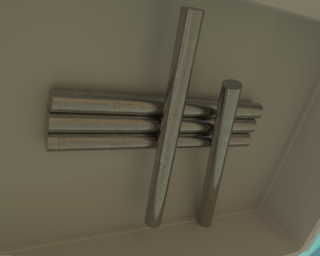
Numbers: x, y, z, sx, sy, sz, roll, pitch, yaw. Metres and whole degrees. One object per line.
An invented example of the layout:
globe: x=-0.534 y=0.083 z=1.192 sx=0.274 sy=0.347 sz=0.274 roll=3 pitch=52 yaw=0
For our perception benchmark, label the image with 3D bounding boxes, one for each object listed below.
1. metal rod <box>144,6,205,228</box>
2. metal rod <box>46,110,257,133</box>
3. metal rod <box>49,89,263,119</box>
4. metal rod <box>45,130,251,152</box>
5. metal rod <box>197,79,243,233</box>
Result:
metal rod: x=0.012 y=0.007 z=0.387 sx=0.025 sy=0.025 sz=0.298 roll=-5 pitch=121 yaw=-26
metal rod: x=0.010 y=-0.006 z=0.410 sx=0.303 sy=0.025 sz=0.025 roll=1 pitch=118 yaw=-29
metal rod: x=0.017 y=-0.028 z=0.401 sx=0.303 sy=0.025 sz=0.025 roll=1 pitch=118 yaw=-29
metal rod: x=0.004 y=0.016 z=0.421 sx=0.303 sy=0.025 sz=0.025 roll=1 pitch=118 yaw=-29
metal rod: x=0.083 y=0.063 z=0.468 sx=0.025 sy=0.025 sz=0.298 roll=-15 pitch=132 yaw=-20
